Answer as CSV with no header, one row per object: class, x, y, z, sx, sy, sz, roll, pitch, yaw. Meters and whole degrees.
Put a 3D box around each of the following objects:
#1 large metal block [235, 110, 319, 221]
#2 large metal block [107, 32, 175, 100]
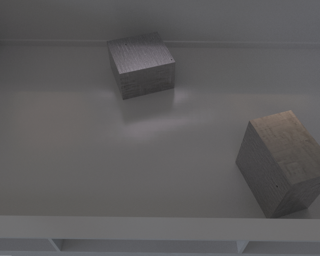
large metal block,0.130,0.041,0.336,0.050,0.080,0.080,-14,51,-11
large metal block,-0.029,-0.096,0.469,0.081,0.050,0.080,-15,52,-12
